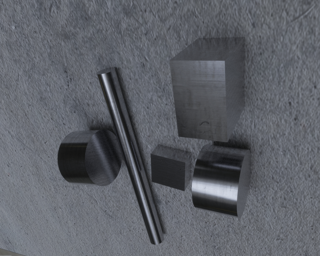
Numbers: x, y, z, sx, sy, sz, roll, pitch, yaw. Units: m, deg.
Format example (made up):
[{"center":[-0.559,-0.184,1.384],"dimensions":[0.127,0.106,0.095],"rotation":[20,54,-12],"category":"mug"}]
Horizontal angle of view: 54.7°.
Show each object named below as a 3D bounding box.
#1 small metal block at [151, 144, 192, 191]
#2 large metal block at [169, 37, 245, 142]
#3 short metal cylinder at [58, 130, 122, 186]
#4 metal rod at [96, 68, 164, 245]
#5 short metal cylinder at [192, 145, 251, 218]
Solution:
[{"center":[0.016,0.055,0.433],"dimensions":[0.050,0.025,0.050],"rotation":[12,124,21],"category":"small metal block"},{"center":[0.053,-0.043,0.317],"dimensions":[0.050,0.080,0.079],"rotation":[6,121,25],"category":"large metal block"},{"center":[-0.100,0.043,0.450],"dimensions":[0.050,0.080,0.080],"rotation":[-3,117,29],"category":"short metal cylinder"},{"center":[-0.037,0.057,0.461],"dimensions":[0.025,0.025,0.298],"rotation":[1,119,28],"category":"metal rod"},{"center":[0.076,0.062,0.370],"dimensions":[0.050,0.080,0.079],"rotation":[7,121,25],"category":"short metal cylinder"}]
